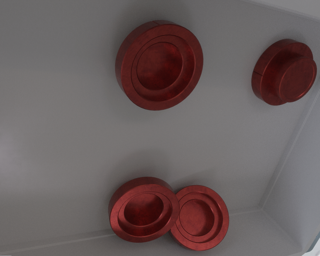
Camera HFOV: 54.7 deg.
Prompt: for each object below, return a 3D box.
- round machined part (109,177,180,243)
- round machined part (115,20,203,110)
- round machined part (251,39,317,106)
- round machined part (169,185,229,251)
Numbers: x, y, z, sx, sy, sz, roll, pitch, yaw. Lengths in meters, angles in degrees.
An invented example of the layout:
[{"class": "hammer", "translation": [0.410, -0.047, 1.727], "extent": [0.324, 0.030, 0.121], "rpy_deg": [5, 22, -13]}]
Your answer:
[{"class": "round machined part", "translation": [-0.025, 0.111, 0.444], "extent": [0.099, 0.042, 0.097], "rpy_deg": [-6, 114, -14]}, {"class": "round machined part", "translation": [-0.004, -0.072, 0.351], "extent": [0.099, 0.042, 0.097], "rpy_deg": [-14, 124, -21]}, {"class": "round machined part", "translation": [0.187, -0.076, 0.452], "extent": [0.099, 0.042, 0.097], "rpy_deg": [-14, 124, -21]}, {"class": "round machined part", "translation": [0.056, 0.143, 0.493], "extent": [0.099, 0.098, 0.042], "rpy_deg": [-18, 163, -18]}]
